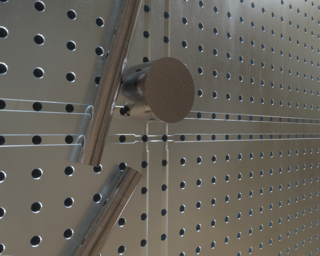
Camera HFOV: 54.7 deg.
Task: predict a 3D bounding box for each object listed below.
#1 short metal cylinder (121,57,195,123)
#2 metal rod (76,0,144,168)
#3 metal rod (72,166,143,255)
[{"bbox_3d":[-0.002,-0.046,0.393,0.081,0.050,0.079,0,90,-40],"label":"short metal cylinder"},{"bbox_3d":[-0.047,-0.102,0.371,0.025,0.025,0.299,22,76,-38],"label":"metal rod"},{"bbox_3d":[-0.101,0.174,0.325,0.025,0.025,0.300,45,63,-31],"label":"metal rod"}]
